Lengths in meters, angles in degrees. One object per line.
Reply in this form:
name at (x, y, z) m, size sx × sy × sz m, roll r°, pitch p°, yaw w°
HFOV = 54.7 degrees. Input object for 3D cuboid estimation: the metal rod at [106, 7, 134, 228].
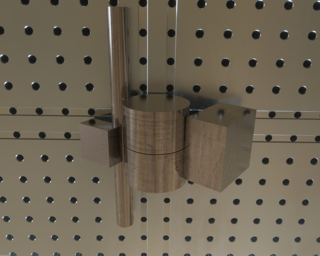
metal rod at (-0.050, 0.000, 0.408) m, size 0.025 × 0.025 × 0.298 m, roll 0°, pitch 110°, yaw 0°

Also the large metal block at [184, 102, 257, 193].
large metal block at (0.074, 0.020, 0.380) m, size 0.050 × 0.081 × 0.079 m, roll 16°, pitch 115°, yaw 35°

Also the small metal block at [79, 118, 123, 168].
small metal block at (-0.077, 0.019, 0.403) m, size 0.050 × 0.025 × 0.050 m, roll 13°, pitch 113°, yaw 32°

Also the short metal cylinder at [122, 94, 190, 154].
short metal cylinder at (-0.005, -0.007, 0.377) m, size 0.081 × 0.080 × 0.050 m, roll 1°, pitch 110°, yaw -1°

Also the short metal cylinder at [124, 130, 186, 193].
short metal cylinder at (-0.005, 0.040, 0.394) m, size 0.081 × 0.080 × 0.050 m, roll 1°, pitch 110°, yaw -1°
